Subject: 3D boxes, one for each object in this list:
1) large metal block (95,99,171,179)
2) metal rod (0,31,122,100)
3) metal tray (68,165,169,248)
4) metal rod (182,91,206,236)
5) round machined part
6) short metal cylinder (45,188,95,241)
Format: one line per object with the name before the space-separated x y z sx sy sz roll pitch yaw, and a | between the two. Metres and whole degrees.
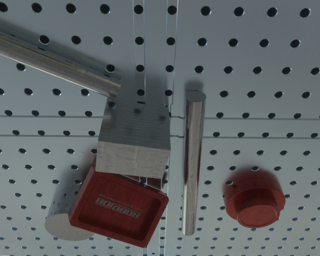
large metal block | -0.032 0.012 0.386 0.081 0.080 0.050 8 130 -7
metal rod | -0.186 -0.096 0.326 0.302 0.025 0.025 21 127 -17
metal tray | -0.062 0.123 0.480 0.131 0.030 0.090 26 88 -21
metal rod | 0.048 0.075 0.475 0.025 0.025 0.298 -2 130 1
round machined part | 0.159 0.130 0.514 0.099 0.042 0.097 -1 130 0
short metal cylinder | -0.144 0.145 0.516 0.081 0.050 0.079 0 130 0
